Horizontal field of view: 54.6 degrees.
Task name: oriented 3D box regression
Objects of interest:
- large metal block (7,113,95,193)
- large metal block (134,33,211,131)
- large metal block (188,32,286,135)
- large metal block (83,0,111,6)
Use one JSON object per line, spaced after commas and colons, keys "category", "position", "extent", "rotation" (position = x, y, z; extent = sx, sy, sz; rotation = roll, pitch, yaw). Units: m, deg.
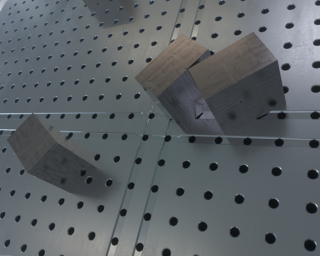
{"category": "large metal block", "position": [-0.151, 0.035, 0.432], "extent": [0.050, 0.080, 0.080], "rotation": [-48, 51, -5]}
{"category": "large metal block", "position": [0.028, -0.056, 0.393], "extent": [0.080, 0.080, 0.050], "rotation": [-44, 51, -2]}
{"category": "large metal block", "position": [0.090, -0.047, 0.355], "extent": [0.080, 0.080, 0.050], "rotation": [-29, 52, 10]}
{"category": "large metal block", "position": [-0.134, -0.305, 0.633], "extent": [0.080, 0.080, 0.050], "rotation": [-1, 62, 28]}
